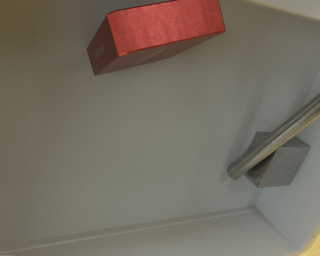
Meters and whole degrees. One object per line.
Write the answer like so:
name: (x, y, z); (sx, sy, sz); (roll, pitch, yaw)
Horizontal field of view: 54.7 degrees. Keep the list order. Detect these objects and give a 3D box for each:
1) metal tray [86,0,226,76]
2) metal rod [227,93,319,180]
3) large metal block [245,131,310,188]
metal tray: (-0.012, -0.080, 0.286); (0.091, 0.130, 0.030); (-18, 98, -19)
metal rod: (0.197, -0.011, 0.434); (0.025, 0.025, 0.298); (7, 139, -32)
large metal block: (0.197, 0.054, 0.537); (0.081, 0.050, 0.079); (3, 117, -30)
